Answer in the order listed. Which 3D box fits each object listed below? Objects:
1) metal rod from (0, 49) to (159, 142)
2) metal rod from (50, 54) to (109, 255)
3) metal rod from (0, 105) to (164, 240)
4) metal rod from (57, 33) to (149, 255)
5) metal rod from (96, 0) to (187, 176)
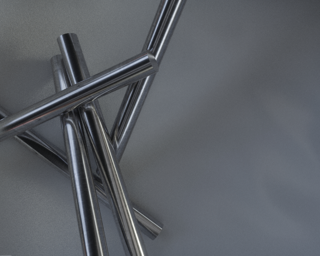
[{"bbox_3d":[-0.141,-0.018,0.364,0.300,0.025,0.025,-21,91,18],"label":"metal rod"},{"bbox_3d":[-0.092,0.042,0.353,0.025,0.025,0.299,-17,67,0],"label":"metal rod"},{"bbox_3d":[-0.124,0.049,0.409,0.301,0.025,0.025,36,90,-1],"label":"metal rod"},{"bbox_3d":[-0.067,0.030,0.370,0.025,0.025,0.299,-19,85,0],"label":"metal rod"},{"bbox_3d":[-0.017,-0.064,0.351,0.025,0.025,0.298,24,114,-1],"label":"metal rod"}]
